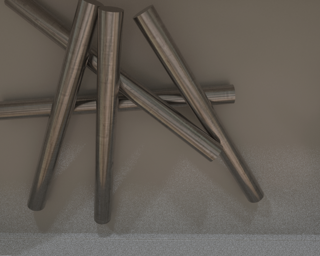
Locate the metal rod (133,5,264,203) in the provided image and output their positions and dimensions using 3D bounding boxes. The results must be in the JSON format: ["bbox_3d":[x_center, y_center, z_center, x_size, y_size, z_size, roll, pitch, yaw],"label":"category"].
[{"bbox_3d":[0.061,-0.011,0.384,0.025,0.025,0.299,-31,117,10],"label":"metal rod"}]

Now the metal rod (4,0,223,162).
[{"bbox_3d":[-0.050,-0.059,0.368,0.301,0.025,0.025,37,106,-5],"label":"metal rod"}]

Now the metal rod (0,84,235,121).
[{"bbox_3d":[-0.057,-0.033,0.398,0.302,0.025,0.025,-4,110,1],"label":"metal rod"}]

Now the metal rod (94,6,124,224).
[{"bbox_3d":[-0.067,0.009,0.381,0.025,0.025,0.298,7,122,-3],"label":"metal rod"}]

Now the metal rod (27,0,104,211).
[{"bbox_3d":[-0.124,-0.008,0.380,0.025,0.025,0.298,21,118,-8],"label":"metal rod"}]
